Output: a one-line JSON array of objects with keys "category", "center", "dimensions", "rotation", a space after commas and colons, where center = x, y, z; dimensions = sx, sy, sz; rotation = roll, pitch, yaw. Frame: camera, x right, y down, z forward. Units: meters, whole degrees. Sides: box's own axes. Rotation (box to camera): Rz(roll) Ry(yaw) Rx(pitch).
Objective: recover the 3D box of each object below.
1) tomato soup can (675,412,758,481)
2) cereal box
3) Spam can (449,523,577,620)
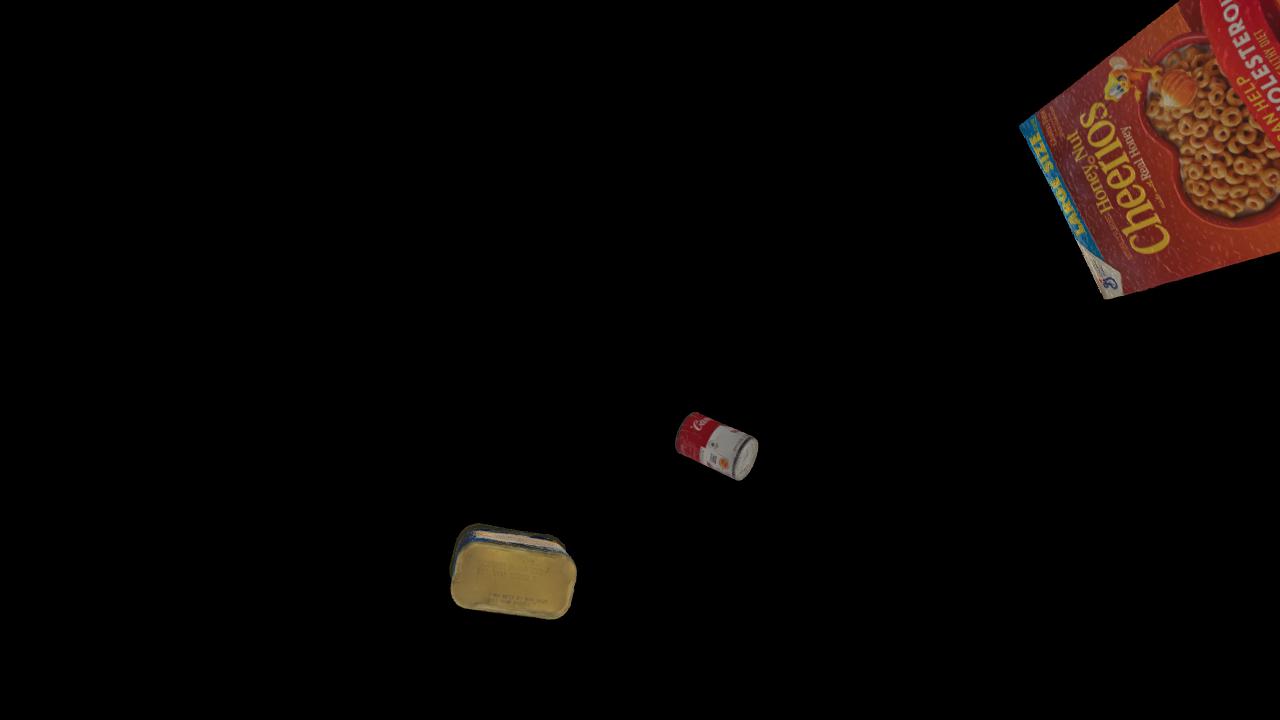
[{"category": "tomato soup can", "center": [0.110, 0.124, 0.885], "dimensions": [0.101, 0.068, 0.068], "rotation": [22, 13, 33]}, {"category": "cereal box", "center": [0.460, -0.179, 0.480], "dimensions": [0.081, 0.203, 0.306], "rotation": [-21, -5, -4]}, {"category": "Spam can", "center": [-0.108, 0.178, 0.522], "dimensions": [0.101, 0.058, 0.085], "rotation": [13, -11, -14]}]
